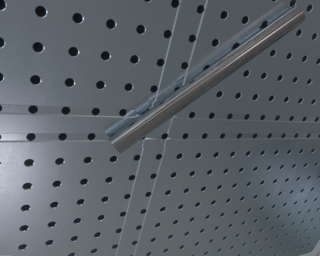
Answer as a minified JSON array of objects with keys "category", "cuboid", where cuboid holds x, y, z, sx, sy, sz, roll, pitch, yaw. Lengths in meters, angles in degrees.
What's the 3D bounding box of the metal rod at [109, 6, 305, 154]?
[{"category":"metal rod","cuboid":[0.064,-0.065,0.405,0.301,0.025,0.025,-36,129,-5]}]
